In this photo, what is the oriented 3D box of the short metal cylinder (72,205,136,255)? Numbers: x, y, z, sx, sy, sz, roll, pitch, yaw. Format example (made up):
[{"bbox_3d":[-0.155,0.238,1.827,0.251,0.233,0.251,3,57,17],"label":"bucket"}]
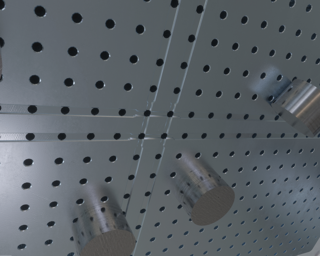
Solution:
[{"bbox_3d":[-0.082,0.159,0.449,0.081,0.050,0.079,-14,124,-21],"label":"short metal cylinder"}]

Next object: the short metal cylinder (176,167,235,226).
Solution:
[{"bbox_3d":[0.073,0.111,0.504,0.081,0.050,0.079,-14,124,-21],"label":"short metal cylinder"}]

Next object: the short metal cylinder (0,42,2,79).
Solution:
[{"bbox_3d":[-0.178,-0.063,0.259,0.081,0.050,0.079,-14,124,-21],"label":"short metal cylinder"}]

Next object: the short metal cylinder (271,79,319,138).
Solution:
[{"bbox_3d":[0.221,-0.030,0.478,0.050,0.080,0.080,-48,129,5],"label":"short metal cylinder"}]
